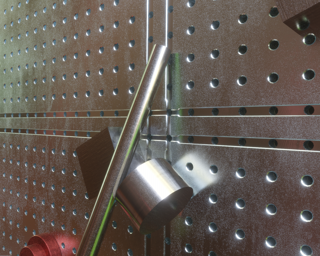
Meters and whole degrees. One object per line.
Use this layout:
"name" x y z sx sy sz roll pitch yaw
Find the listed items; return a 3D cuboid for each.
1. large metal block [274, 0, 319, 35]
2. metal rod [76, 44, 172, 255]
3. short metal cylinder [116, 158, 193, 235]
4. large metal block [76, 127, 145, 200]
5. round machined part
"large metal block" 0.143 -0.143 0.275 0.080 0.050 0.080 -24 75 37
"metal rod" -0.047 0.036 0.392 0.025 0.025 0.299 15 82 39
"short metal cylinder" -0.006 0.083 0.379 0.050 0.081 0.080 46 117 30
"large metal block" -0.070 0.051 0.451 0.080 0.050 0.080 -31 71 36
"round machined part" -0.232 0.255 0.590 0.098 0.042 0.097 0 90 40
